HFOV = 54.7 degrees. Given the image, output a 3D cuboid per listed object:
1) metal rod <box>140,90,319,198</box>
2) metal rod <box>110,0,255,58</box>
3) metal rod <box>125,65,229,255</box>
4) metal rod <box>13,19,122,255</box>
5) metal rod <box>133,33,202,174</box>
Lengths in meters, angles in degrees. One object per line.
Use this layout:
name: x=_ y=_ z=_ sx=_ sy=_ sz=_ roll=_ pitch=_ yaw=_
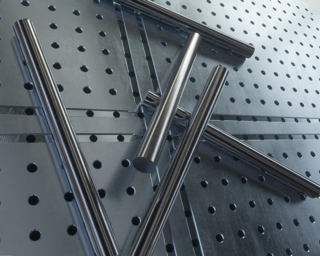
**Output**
metal rod: x=0.110 y=0.028 z=0.452 sx=0.301 sy=0.025 sz=0.025 roll=28 pitch=52 yaw=-11
metal rod: x=0.037 y=-0.186 z=0.543 sx=0.302 sy=0.025 sz=0.025 roll=17 pitch=55 yaw=-19
metal rod: x=0.031 y=0.030 z=0.384 sx=0.025 sy=0.025 sz=0.300 roll=32 pitch=58 yaw=-8
metal rod: x=-0.111 y=-0.001 z=0.349 sx=0.025 sy=0.025 sz=0.299 roll=-14 pitch=69 yaw=-34
metal rod: x=0.022 y=-0.058 z=0.428 sx=0.025 sy=0.025 sz=0.301 roll=31 pitch=43 yaw=-9
